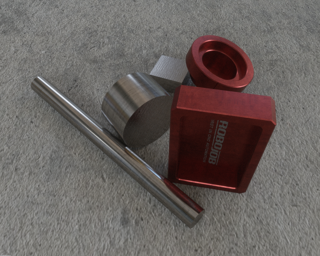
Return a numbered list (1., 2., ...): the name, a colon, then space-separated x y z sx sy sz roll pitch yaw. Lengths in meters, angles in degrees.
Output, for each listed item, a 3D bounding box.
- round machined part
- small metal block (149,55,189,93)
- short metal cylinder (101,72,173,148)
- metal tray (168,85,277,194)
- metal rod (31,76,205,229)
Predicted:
1. round machined part: 0.083 -0.085 0.452 0.099 0.042 0.098 11 55 -16
2. small metal block: 0.017 -0.081 0.472 0.050 0.025 0.050 17 52 13
3. short metal cylinder: -0.025 -0.022 0.386 0.081 0.080 0.050 -29 56 -22
4. metal tray: 0.056 0.018 0.321 0.090 0.129 0.030 8 51 6
5. metal rod: -0.069 0.015 0.389 0.300 0.025 0.025 36 59 26
